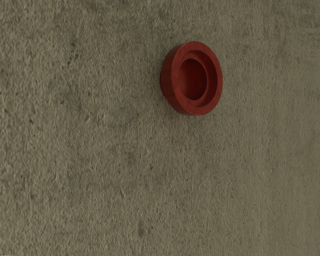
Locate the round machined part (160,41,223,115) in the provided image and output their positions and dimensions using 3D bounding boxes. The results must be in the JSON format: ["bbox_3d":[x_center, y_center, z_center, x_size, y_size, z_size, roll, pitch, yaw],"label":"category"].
[{"bbox_3d":[0.038,-0.066,0.425,0.099,0.042,0.097,0,90,-40],"label":"round machined part"}]
